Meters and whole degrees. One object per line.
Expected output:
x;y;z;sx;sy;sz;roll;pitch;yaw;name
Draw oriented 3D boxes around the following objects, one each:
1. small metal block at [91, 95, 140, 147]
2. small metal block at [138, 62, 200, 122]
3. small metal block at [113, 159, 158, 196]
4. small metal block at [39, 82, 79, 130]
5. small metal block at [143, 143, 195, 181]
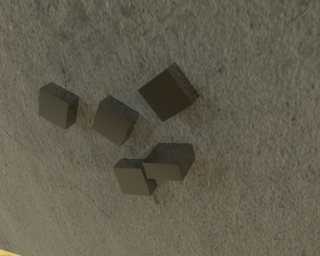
-0.063;-0.010;0.432;0.050;0.025;0.050;32;128;6;small metal block
0.011;-0.042;0.374;0.050;0.025;0.050;-30;102;37;small metal block
-0.037;0.075;0.471;0.050;0.025;0.050;-2;118;29;small metal block
-0.152;-0.033;0.464;0.050;0.025;0.050;27;128;10;small metal block
0.013;0.043;0.409;0.050;0.050;0.025;0;118;28;small metal block
